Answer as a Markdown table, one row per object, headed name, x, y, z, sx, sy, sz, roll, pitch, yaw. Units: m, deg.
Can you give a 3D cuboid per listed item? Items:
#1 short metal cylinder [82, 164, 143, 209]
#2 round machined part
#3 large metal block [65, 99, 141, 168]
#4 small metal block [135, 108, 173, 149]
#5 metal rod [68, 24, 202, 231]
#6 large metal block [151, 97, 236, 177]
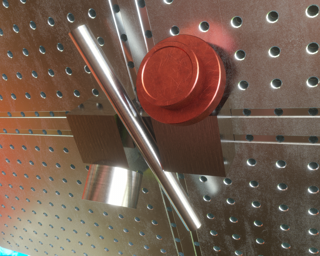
| name | x | y | z | sx | sy | sz | roll | pitch | yaw |
| --- | --- | --- | --- | --- | --- | --- | --- | --- | --- |
| short metal cylinder | -0.070 | 0.087 | 0.458 | 0.080 | 0.050 | 0.080 | 9 | 164 | 3 |
| round machined part | 0.016 | -0.052 | 0.328 | 0.098 | 0.042 | 0.097 | -4 | 82 | 27 |
| large metal block | -0.074 | 0.006 | 0.439 | 0.080 | 0.050 | 0.080 | 2 | 120 | 27 |
| small metal block | -0.010 | 0.001 | 0.418 | 0.050 | 0.025 | 0.050 | 1 | 119 | 28 |
| metal rod | -0.023 | 0.011 | 0.397 | 0.025 | 0.025 | 0.299 | -19 | 109 | 35 |
| large metal block | 0.043 | 0.010 | 0.379 | 0.080 | 0.050 | 0.080 | 1 | 119 | 27 |
